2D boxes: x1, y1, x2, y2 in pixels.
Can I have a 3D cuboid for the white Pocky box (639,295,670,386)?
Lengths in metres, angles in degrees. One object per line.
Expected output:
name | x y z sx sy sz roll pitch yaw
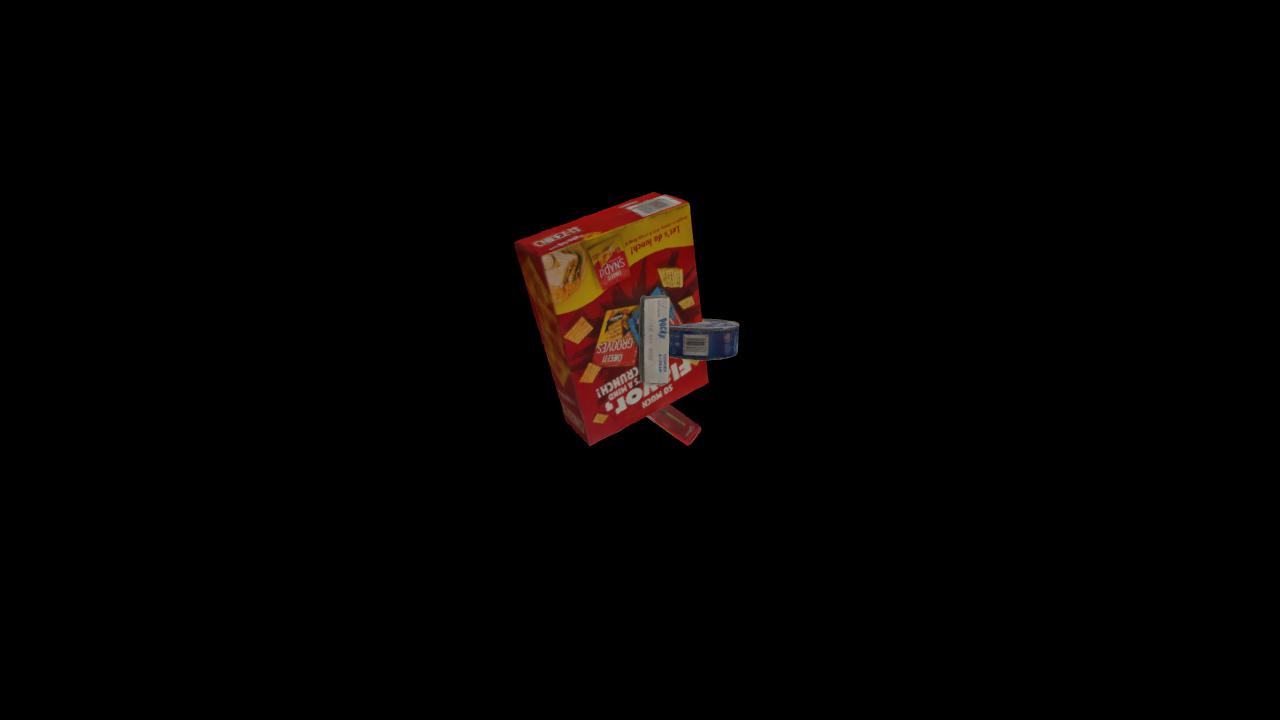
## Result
white Pocky box | 0.011 -0.027 0.638 0.028 0.084 0.154 -1 8 -3

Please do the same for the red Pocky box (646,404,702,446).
red Pocky box | 0.006 0.052 0.766 0.155 0.028 0.083 35 -7 10

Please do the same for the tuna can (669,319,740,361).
tuna can | 0.061 -0.022 0.640 0.084 0.034 0.084 0 10 0

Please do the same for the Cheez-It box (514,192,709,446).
Cheez-It box | -0.018 -0.042 0.645 0.166 0.223 0.071 -26 35 -22
